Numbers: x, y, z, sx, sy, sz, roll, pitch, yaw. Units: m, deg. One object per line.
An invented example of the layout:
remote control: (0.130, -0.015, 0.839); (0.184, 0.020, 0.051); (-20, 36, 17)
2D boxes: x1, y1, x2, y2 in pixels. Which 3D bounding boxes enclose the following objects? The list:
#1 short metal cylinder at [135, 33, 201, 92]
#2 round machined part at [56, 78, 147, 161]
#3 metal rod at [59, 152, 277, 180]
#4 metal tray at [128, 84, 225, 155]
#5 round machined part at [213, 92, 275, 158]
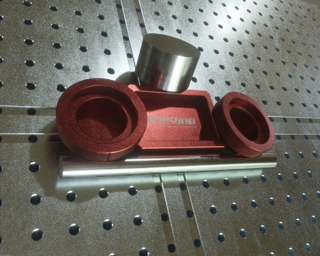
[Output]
short metal cylinder: (0.010, -0.092, 0.430); (0.081, 0.050, 0.080); (14, 31, -8)
round machined part: (-0.067, -0.006, 0.354); (0.099, 0.042, 0.098); (9, 57, -14)
metal rod: (0.031, 0.045, 0.392); (0.303, 0.025, 0.025); (2, 61, -28)
metal tray: (0.017, -0.009, 0.414); (0.131, 0.030, 0.090); (1, 62, -28)
round machined part: (0.115, -0.001, 0.448); (0.099, 0.042, 0.098); (20, 50, -25)
